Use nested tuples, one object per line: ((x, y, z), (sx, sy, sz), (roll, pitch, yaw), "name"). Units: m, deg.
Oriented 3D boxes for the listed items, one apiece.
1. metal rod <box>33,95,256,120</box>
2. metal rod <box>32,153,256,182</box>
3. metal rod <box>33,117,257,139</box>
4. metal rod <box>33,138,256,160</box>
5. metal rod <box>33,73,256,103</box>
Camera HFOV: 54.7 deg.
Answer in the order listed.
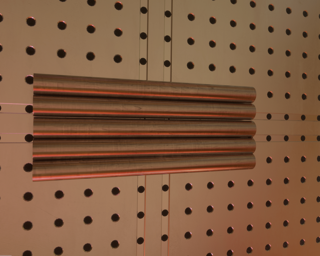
((-0.005, -0.025, 0.412), (0.303, 0.025, 0.025), (0, 90, -21), "metal rod")
((-0.006, 0.050, 0.411), (0.303, 0.025, 0.025), (0, 90, -21), "metal rod")
((-0.005, 0.001, 0.412), (0.303, 0.025, 0.025), (0, 90, -21), "metal rod")
((-0.005, 0.026, 0.411), (0.303, 0.025, 0.025), (0, 90, -21), "metal rod")
((-0.005, -0.050, 0.412), (0.303, 0.025, 0.025), (0, 90, -21), "metal rod")
